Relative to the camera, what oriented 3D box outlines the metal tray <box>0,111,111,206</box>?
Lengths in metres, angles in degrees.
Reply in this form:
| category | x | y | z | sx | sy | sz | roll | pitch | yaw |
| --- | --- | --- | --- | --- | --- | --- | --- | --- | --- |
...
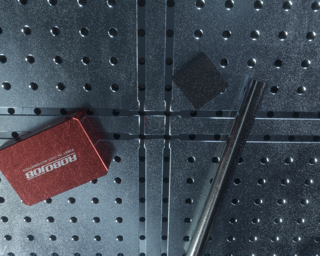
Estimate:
| category | x | y | z | sx | sy | sz | roll | pitch | yaw |
| --- | --- | --- | --- | --- | --- | --- | --- | --- | --- |
| metal tray | -0.146 | 0.043 | 0.425 | 0.130 | 0.030 | 0.090 | -23 | 109 | 7 |

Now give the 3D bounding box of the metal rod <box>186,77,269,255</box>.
| category | x | y | z | sx | sy | sz | roll | pitch | yaw |
| --- | --- | --- | --- | --- | --- | --- | --- | --- | --- |
| metal rod | 0.088 | 0.075 | 0.442 | 0.025 | 0.025 | 0.298 | 13 | 109 | -5 |

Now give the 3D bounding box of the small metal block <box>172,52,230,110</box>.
| category | x | y | z | sx | sy | sz | roll | pitch | yaw |
| --- | --- | --- | --- | --- | --- | --- | --- | --- | --- |
| small metal block | 0.051 | -0.059 | 0.392 | 0.050 | 0.025 | 0.050 | -37 | 106 | 12 |
